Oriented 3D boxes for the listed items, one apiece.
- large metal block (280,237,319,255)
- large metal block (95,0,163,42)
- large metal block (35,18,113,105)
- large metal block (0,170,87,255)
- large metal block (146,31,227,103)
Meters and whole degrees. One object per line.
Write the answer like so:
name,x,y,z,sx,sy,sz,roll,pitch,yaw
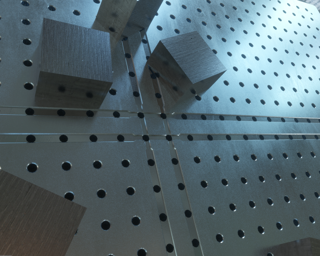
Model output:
large metal block,0.206,0.190,0.389,0.081,0.050,0.080,18,55,-18
large metal block,-0.041,-0.188,0.467,0.050,0.080,0.080,46,51,3
large metal block,-0.107,-0.080,0.384,0.081,0.050,0.080,6,59,-26
large metal block,-0.123,0.096,0.268,0.080,0.050,0.080,28,52,-11
large metal block,0.041,-0.095,0.474,0.081,0.050,0.080,-27,77,-37
